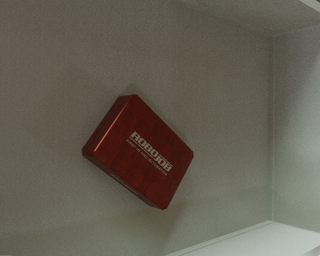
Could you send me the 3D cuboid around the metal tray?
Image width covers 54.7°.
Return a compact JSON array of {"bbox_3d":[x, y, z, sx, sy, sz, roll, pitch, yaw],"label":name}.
[{"bbox_3d":[-0.021,0.032,0.388,0.130,0.030,0.090,45,63,-31],"label":"metal tray"}]
